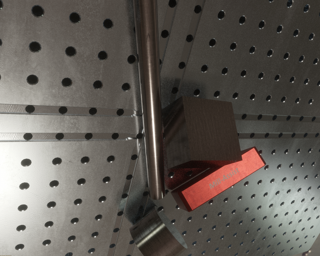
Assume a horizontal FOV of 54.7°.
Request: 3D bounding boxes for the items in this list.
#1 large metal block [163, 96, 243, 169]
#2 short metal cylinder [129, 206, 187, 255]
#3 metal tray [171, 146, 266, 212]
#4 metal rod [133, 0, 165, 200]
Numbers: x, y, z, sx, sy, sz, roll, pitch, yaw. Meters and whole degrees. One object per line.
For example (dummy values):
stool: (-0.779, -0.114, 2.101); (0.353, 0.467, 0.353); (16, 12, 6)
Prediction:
large metal block: (0.053, 0.008, 0.404); (0.081, 0.080, 0.050); (4, 161, -30)
short metal cylinder: (-0.002, 0.169, 0.481); (0.050, 0.080, 0.080); (-39, 130, -2)
metal tray: (0.084, 0.077, 0.468); (0.131, 0.030, 0.090); (-29, 173, -10)
metal rod: (-0.010, -0.024, 0.391); (0.025, 0.025, 0.298); (-16, 125, -20)
